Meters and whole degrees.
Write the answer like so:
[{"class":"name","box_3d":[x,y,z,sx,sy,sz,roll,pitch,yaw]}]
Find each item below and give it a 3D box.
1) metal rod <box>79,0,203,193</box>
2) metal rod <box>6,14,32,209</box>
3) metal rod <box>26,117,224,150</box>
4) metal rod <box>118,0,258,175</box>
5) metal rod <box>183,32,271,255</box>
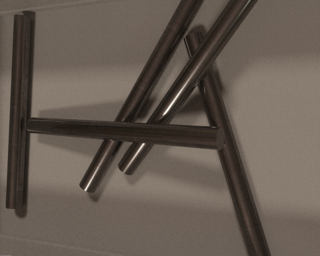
[{"class":"metal rod","box_3d":[-0.030,-0.041,0.420,0.025,0.025,0.299,33,100,16]},{"class":"metal rod","box_3d":[-0.222,-0.024,0.486,0.025,0.025,0.298,3,91,19]},{"class":"metal rod","box_3d":[-0.066,0.004,0.404,0.300,0.025,0.025,3,91,30]},{"class":"metal rod","box_3d":[0.034,-0.058,0.373,0.025,0.025,0.298,41,112,15]},{"class":"metal rod","box_3d":[0.083,0.026,0.380,0.025,0.025,0.298,-18,84,19]}]
